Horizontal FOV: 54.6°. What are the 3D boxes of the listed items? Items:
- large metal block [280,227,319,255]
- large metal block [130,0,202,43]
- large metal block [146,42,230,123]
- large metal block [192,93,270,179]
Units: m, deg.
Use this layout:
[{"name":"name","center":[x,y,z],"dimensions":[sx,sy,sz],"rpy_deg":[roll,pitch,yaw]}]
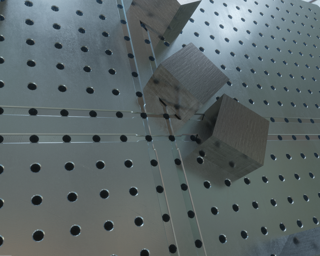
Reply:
[{"name":"large metal block","center":[0.208,0.171,0.380],"dimensions":[0.080,0.080,0.050],"rpy_deg":[47,51,5]},{"name":"large metal block","center":[0.007,-0.199,0.498],"dimensions":[0.050,0.080,0.080],"rpy_deg":[-30,79,-38]},{"name":"large metal block","center":[0.042,-0.068,0.455],"dimensions":[0.080,0.050,0.080],"rpy_deg":[45,51,3]},{"name":"large metal block","center":[0.102,0.011,0.439],"dimensions":[0.080,0.050,0.080],"rpy_deg":[30,52,-9]}]
